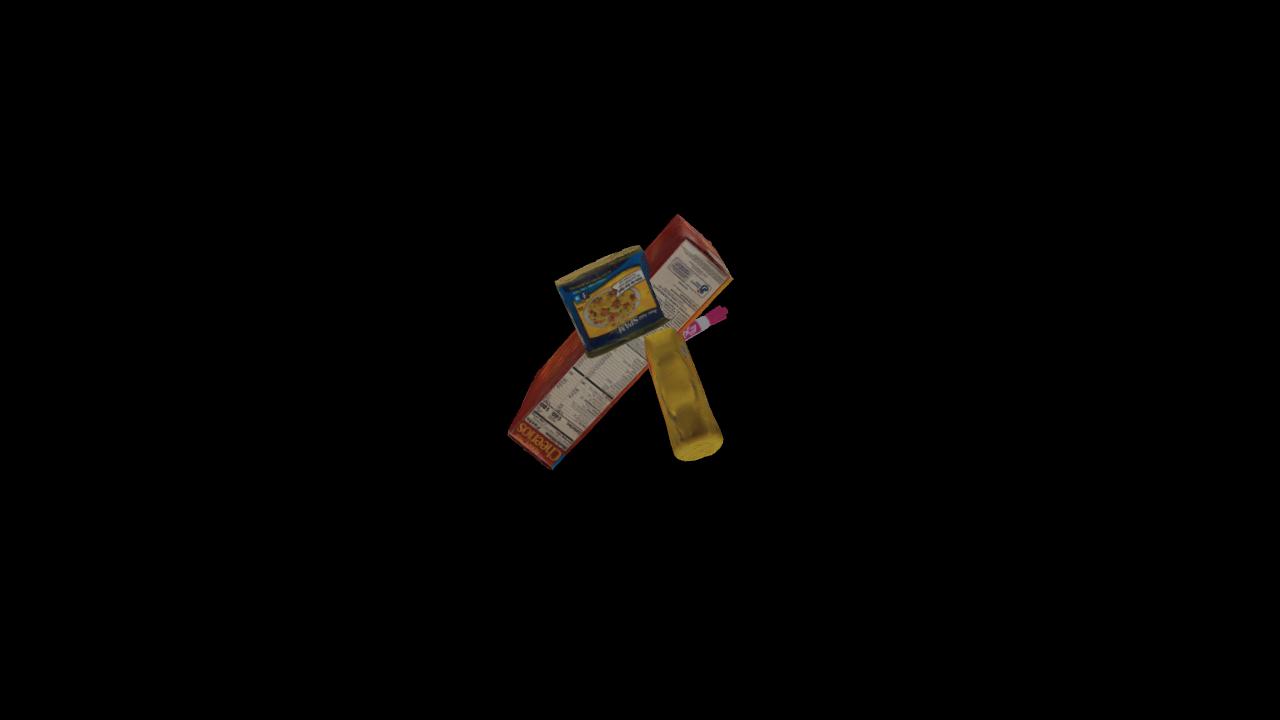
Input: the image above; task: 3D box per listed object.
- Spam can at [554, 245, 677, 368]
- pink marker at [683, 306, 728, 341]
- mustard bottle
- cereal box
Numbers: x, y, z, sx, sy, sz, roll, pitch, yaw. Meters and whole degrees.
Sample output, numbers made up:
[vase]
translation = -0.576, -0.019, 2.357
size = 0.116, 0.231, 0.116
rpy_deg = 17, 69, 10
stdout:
[Spam can]
translation = -0.029, -0.063, 0.649
size = 0.101, 0.085, 0.058
rpy_deg = -27, 17, -8
[pink marker]
translation = 0.055, -0.032, 0.751
size = 0.121, 0.020, 0.020
rpy_deg = -30, 4, -8
[mustard bottle]
translation = 0.036, 0.013, 0.665
size = 0.054, 0.184, 0.092
rpy_deg = -21, -22, 9
[cereal box]
translation = -0.026, -0.031, 0.755
size = 0.081, 0.306, 0.203
rpy_deg = 39, 15, -12
